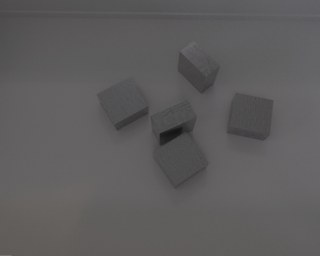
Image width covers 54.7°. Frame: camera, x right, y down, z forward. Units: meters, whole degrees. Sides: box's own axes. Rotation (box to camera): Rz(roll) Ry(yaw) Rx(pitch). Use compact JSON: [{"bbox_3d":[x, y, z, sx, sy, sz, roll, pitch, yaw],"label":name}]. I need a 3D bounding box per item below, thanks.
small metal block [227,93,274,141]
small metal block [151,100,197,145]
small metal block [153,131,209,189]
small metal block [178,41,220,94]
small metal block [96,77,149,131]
[{"bbox_3d":[0.121,-0.015,0.416,0.050,0.025,0.050,12,70,4],"label":"small metal block"},{"bbox_3d":[0.017,-0.006,0.398,0.050,0.050,0.025,-24,72,-8],"label":"small metal block"},{"bbox_3d":[0.026,0.041,0.395,0.050,0.025,0.050,-32,73,-11],"label":"small metal block"},{"bbox_3d":[0.052,-0.082,0.427,0.025,0.050,0.050,-39,75,-13],"label":"small metal block"},{"bbox_3d":[-0.050,-0.032,0.421,0.050,0.025,0.050,-30,73,-10],"label":"small metal block"}]
